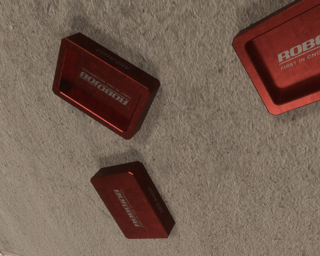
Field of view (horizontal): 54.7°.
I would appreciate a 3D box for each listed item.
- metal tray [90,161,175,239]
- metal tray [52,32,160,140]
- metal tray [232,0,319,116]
[{"bbox_3d":[-0.043,0.120,0.499,0.090,0.030,0.129,-15,111,34],"label":"metal tray"},{"bbox_3d":[-0.074,-0.054,0.407,0.130,0.030,0.089,32,128,6],"label":"metal tray"},{"bbox_3d":[0.145,-0.075,0.280,0.130,0.030,0.090,-23,106,36],"label":"metal tray"}]
